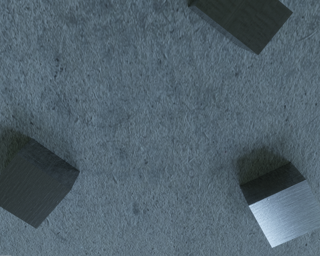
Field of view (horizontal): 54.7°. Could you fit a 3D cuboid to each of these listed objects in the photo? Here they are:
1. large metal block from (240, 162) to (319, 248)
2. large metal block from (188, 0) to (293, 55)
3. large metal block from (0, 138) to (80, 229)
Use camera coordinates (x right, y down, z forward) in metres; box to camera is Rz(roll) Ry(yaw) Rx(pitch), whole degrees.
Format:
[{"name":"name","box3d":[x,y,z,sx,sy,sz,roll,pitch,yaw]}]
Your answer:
[{"name":"large metal block","box3d":[0.172,0.108,0.438,0.080,0.050,0.080,-28,108,10]},{"name":"large metal block","box3d":[0.081,-0.128,0.334,0.080,0.080,0.050,34,107,-12]},{"name":"large metal block","box3d":[-0.171,0.075,0.423,0.080,0.050,0.080,39,105,-13]}]
